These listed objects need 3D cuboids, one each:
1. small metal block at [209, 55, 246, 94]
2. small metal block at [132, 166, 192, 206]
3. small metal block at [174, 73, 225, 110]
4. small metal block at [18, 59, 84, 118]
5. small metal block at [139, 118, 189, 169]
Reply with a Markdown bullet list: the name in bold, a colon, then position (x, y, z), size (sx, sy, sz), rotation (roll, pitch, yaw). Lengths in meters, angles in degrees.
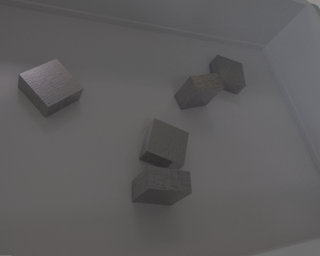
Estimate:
- **small metal block**: position (0.113, -0.090, 0.521), size (0.050, 0.025, 0.050), rotation (14, 56, -21)
- **small metal block**: position (0.001, 0.066, 0.349), size (0.050, 0.050, 0.025), rotation (11, 57, -22)
- **small metal block**: position (0.057, -0.053, 0.452), size (0.050, 0.050, 0.025), rotation (-12, 68, -33)
- **small metal block**: position (-0.129, -0.048, 0.365), size (0.050, 0.025, 0.050), rotation (48, 51, 5)
- **small metal block**: position (0.006, 0.023, 0.395), size (0.050, 0.025, 0.050), rotation (23, 53, -14)
